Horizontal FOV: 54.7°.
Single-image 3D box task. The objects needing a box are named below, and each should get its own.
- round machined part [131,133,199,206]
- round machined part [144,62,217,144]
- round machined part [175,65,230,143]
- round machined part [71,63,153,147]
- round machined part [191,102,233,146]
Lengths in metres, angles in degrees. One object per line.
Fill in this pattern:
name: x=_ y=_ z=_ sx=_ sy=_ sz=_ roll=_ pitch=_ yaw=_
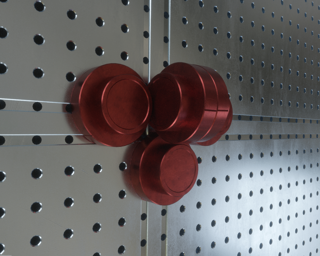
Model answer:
round machined part: x=0.013 y=0.054 z=0.411 sx=0.099 sy=0.042 sz=0.097 roll=0 pitch=90 yaw=-40
round machined part: x=0.017 y=-0.030 z=0.369 sx=0.042 sy=0.098 sz=0.097 roll=2 pitch=89 yaw=-40
round machined part: x=0.050 y=-0.030 z=0.398 sx=0.042 sy=0.098 sz=0.097 roll=-1 pitch=91 yaw=-40
round machined part: x=-0.048 y=-0.026 z=0.359 sx=0.099 sy=0.042 sz=0.097 roll=0 pitch=90 yaw=-40
round machined part: x=0.070 y=-0.022 z=0.459 sx=0.099 sy=0.042 sz=0.097 roll=0 pitch=90 yaw=-40
